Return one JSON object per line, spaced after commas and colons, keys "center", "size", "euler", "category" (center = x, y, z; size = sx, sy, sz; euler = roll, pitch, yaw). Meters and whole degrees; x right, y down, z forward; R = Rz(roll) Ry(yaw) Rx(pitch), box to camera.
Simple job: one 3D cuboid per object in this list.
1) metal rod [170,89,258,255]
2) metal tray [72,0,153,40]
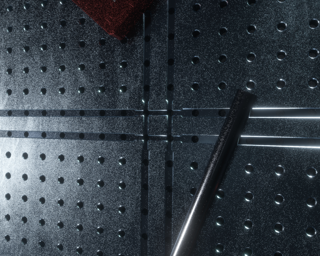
{"center": [0.053, 0.096, 0.393], "size": [0.025, 0.025, 0.298], "euler": [23, 98, 18], "category": "metal rod"}
{"center": [-0.077, -0.200, 0.437], "size": [0.130, 0.030, 0.090], "euler": [44, 104, 14], "category": "metal tray"}
